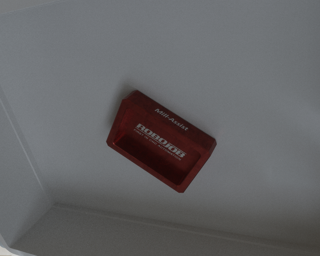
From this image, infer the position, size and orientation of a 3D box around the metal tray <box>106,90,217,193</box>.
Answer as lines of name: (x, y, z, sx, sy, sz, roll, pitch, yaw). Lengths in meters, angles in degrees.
metal tray: (-0.002, 0.020, 0.419, 0.130, 0.030, 0.089, 33, 129, 6)
